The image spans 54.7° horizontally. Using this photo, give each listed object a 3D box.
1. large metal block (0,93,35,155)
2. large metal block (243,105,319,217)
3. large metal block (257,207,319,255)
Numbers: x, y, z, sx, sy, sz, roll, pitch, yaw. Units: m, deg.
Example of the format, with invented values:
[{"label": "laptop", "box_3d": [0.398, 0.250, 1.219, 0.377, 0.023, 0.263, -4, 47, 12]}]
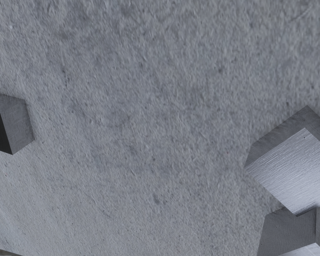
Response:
[{"label": "large metal block", "box_3d": [-0.269, -0.010, 0.523, 0.080, 0.050, 0.079, 14, 124, 20]}, {"label": "large metal block", "box_3d": [0.153, 0.037, 0.333, 0.080, 0.050, 0.080, 43, 129, -2]}, {"label": "large metal block", "box_3d": [0.167, 0.134, 0.366, 0.050, 0.080, 0.080, 44, 129, -3]}]
